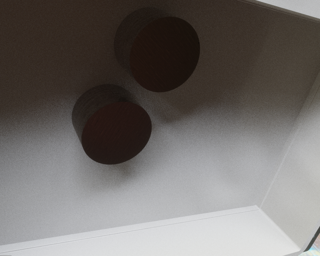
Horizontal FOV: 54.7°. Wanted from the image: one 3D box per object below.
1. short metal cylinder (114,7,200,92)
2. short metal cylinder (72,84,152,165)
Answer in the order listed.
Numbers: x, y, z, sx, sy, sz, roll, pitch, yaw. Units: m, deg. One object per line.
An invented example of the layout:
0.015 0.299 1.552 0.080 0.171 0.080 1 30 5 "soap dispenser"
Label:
-0.004 -0.086 0.339 0.081 0.050 0.079 -14 125 -21 "short metal cylinder"
-0.057 -0.005 0.360 0.081 0.050 0.079 -14 125 -21 "short metal cylinder"
